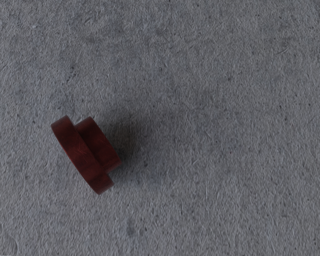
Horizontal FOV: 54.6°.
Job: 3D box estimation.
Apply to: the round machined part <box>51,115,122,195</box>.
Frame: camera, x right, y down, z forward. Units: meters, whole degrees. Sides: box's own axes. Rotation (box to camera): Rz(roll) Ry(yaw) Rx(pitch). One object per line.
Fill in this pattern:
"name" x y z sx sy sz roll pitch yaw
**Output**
"round machined part" -0.080 0.025 0.360 0.042 0.098 0.098 -34 74 -11
